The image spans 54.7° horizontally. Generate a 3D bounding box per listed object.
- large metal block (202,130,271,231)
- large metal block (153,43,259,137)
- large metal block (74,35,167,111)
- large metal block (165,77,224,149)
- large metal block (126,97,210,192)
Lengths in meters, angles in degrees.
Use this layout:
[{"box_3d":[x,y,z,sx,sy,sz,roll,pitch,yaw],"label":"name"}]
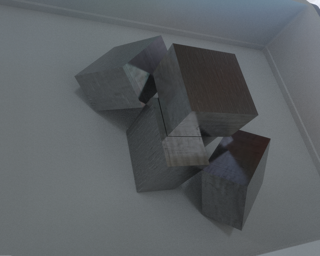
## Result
[{"box_3d":[0.090,0.059,0.371,0.050,0.080,0.080,18,45,26],"label":"large metal block"},{"box_3d":[0.046,-0.038,0.332,0.081,0.050,0.080,2,61,-27],"label":"large metal block"},{"box_3d":[-0.040,-0.066,0.377,0.080,0.080,0.050,-51,127,-39],"label":"large metal block"},{"box_3d":[0.041,-0.022,0.402,0.050,0.080,0.080,1,61,-28],"label":"large metal block"},{"box_3d":[0.004,0.021,0.358,0.050,0.080,0.080,1,61,-28],"label":"large metal block"}]
